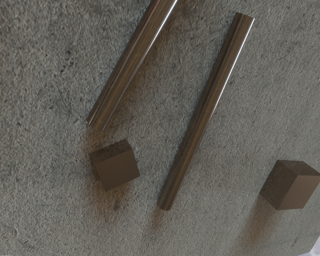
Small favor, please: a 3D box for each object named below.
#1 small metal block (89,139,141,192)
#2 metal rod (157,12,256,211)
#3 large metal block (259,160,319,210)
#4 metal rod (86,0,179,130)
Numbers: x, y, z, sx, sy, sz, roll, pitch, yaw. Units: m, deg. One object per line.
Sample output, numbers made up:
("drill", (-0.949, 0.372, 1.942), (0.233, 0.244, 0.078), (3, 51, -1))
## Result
("small metal block", (-0.058, 0.049, 0.407), (0.050, 0.025, 0.050), (-23, 127, -15))
("metal rod", (0.056, -0.008, 0.434), (0.025, 0.025, 0.298), (7, 115, -32))
("large metal block", (0.254, 0.110, 0.601), (0.081, 0.050, 0.079), (7, 115, -32))
("metal rod", (0.001, -0.128, 0.329), (0.025, 0.025, 0.299), (22, 107, -37))
